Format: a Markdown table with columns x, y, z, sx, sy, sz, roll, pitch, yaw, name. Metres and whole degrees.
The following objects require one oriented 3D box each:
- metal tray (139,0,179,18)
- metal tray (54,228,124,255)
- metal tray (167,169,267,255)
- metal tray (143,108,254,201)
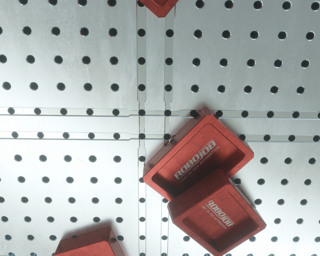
| x | y | z | sx | sy | sz | roll | pitch | yaw | name |
| --- | --- | --- | --- | --- | --- | --- | --- | --- | --- |
| 0.010 | -0.200 | 0.337 | 0.090 | 0.030 | 0.130 | 38 | 105 | -14 | metal tray |
| -0.099 | 0.229 | 0.494 | 0.090 | 0.030 | 0.129 | -18 | 109 | 6 | metal tray |
| 0.082 | 0.124 | 0.433 | 0.090 | 0.030 | 0.130 | -37 | 125 | 8 | metal tray |
| 0.051 | 0.048 | 0.429 | 0.090 | 0.030 | 0.130 | 41 | 105 | -14 | metal tray |
